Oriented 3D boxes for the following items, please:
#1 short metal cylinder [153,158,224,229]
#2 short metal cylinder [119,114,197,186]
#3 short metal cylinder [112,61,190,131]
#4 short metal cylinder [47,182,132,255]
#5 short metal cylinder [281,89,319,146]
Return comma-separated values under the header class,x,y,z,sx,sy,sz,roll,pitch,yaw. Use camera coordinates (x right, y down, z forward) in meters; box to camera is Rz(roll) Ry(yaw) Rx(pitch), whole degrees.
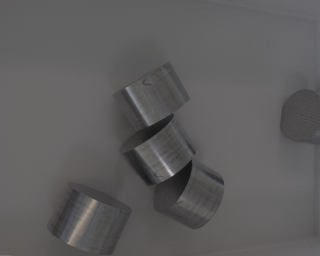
class,x,y,z,sx,sy,sz,roll,pitch,yaw
short metal cylinder,0.035,0.080,0.394,0.050,0.080,0.080,32,80,-17
short metal cylinder,-0.003,0.025,0.380,0.080,0.080,0.050,-38,103,-16
short metal cylinder,-0.011,-0.039,0.377,0.080,0.080,0.050,-34,101,-17
short metal cylinder,-0.079,0.101,0.352,0.080,0.080,0.050,27,81,-18
short metal cylinder,0.231,-0.015,0.466,0.050,0.080,0.080,8,87,-20
